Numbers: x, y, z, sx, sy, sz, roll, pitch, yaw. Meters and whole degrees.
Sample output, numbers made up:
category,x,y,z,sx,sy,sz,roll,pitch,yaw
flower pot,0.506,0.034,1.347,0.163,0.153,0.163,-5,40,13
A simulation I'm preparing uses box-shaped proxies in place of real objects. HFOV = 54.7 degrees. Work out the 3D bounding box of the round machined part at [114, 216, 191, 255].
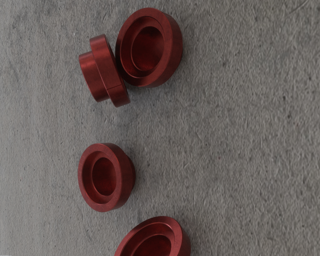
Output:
category,x,y,z,sx,sy,sz,roll,pitch,yaw
round machined part,-0.006,0.159,0.375,0.098,0.098,0.042,-12,122,39

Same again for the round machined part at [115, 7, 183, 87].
category,x,y,z,sx,sy,sz,roll,pitch,yaw
round machined part,-0.010,-0.101,0.402,0.098,0.042,0.097,0,90,40

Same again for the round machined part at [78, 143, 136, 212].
category,x,y,z,sx,sy,sz,roll,pitch,yaw
round machined part,-0.074,0.070,0.455,0.098,0.042,0.097,0,90,40

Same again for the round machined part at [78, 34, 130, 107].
category,x,y,z,sx,sy,sz,roll,pitch,yaw
round machined part,-0.077,-0.073,0.419,0.042,0.098,0.098,-20,74,-1
